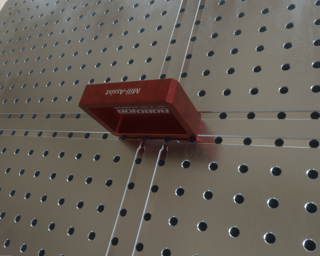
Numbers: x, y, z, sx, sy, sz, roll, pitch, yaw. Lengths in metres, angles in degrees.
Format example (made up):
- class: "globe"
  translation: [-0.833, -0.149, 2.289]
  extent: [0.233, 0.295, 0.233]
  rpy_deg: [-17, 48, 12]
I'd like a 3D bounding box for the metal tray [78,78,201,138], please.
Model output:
- class: "metal tray"
  translation: [-0.024, -0.021, 0.393]
  extent: [0.130, 0.090, 0.030]
  rpy_deg: [0, 62, 28]
